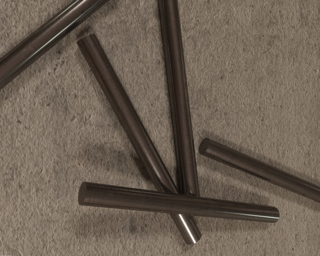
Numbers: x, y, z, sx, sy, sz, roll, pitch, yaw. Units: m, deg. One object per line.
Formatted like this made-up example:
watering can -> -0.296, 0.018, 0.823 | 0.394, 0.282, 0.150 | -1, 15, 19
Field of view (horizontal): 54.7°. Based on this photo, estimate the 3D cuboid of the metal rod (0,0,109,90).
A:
metal rod -> -0.143, -0.095, 0.356 | 0.301, 0.025, 0.025 | -46, 105, -15

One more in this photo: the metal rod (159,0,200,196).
metal rod -> 0.025, -0.053, 0.419 | 0.025, 0.025, 0.298 | -8, 93, -20

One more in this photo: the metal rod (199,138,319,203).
metal rod -> 0.193, 0.080, 0.482 | 0.302, 0.025, 0.025 | 23, 82, -19

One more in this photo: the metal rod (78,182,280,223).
metal rod -> 0.045, 0.101, 0.402 | 0.302, 0.025, 0.025 | 14, 85, -29

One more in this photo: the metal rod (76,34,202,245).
metal rod -> -0.022, 0.022, 0.401 | 0.025, 0.025, 0.299 | -31, 100, -18
